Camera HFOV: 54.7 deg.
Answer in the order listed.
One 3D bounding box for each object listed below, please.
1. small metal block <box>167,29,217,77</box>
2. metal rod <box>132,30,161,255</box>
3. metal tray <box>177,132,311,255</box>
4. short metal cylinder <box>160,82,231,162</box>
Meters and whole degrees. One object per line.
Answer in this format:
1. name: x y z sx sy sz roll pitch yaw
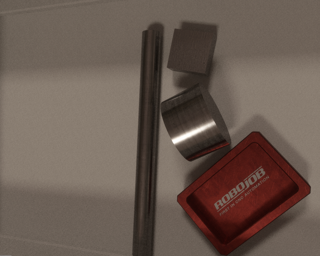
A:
1. small metal block: 0.041 -0.096 0.396 0.050 0.025 0.050 13 94 19
2. metal rod: -0.018 0.022 0.415 0.025 0.025 0.298 3 91 19
3. metal tray: 0.097 0.077 0.373 0.130 0.030 0.090 -44 77 14
4. short metal cylinder: 0.043 -0.007 0.366 0.050 0.080 0.080 -27 82 18
